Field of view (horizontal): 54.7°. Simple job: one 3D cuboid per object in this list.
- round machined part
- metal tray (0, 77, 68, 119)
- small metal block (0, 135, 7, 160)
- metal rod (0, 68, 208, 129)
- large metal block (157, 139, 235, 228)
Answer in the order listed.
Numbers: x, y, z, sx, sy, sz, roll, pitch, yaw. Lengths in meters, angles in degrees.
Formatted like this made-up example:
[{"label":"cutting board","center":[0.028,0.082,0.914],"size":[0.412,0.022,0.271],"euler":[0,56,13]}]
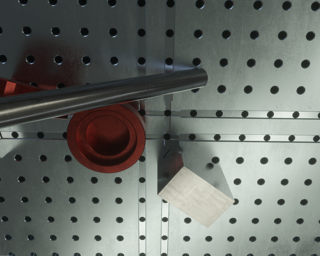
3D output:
[{"label":"round machined part","center":[-0.067,0.007,0.406],"size":[0.099,0.042,0.097],"euler":[0,110,-1]},{"label":"metal tray","center":[-0.163,-0.037,0.331],"size":[0.090,0.130,0.030],"euler":[16,92,7]},{"label":"small metal block","center":[-0.233,0.024,0.406],"size":[0.025,0.050,0.050],"euler":[-9,110,3]},{"label":"metal rod","center":[-0.062,-0.031,0.300],"size":[0.302,0.025,0.025],"euler":[-16,116,-38]},{"label":"large metal block","center":[0.044,0.071,0.411],"size":[0.080,0.080,0.050],"euler":[36,106,-13]}]
